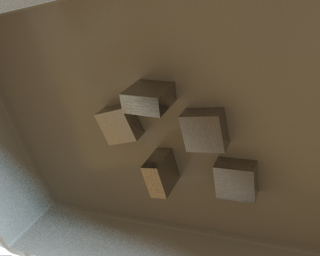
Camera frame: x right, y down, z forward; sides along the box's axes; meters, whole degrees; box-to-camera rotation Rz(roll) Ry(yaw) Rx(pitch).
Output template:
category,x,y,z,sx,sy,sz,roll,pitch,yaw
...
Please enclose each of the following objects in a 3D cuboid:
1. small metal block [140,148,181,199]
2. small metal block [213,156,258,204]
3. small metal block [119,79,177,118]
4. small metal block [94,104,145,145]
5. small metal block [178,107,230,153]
category,x,y,z,sx,sy,sz,roll,pitch,yaw
small metal block,0.002,0.062,0.430,0.025,0.050,0.050,-3,117,29
small metal block,0.098,0.067,0.398,0.050,0.025,0.050,3,120,26
small metal block,-0.013,-0.037,0.376,0.050,0.050,0.025,8,122,24
small metal block,-0.057,-0.006,0.435,0.050,0.025,0.050,-10,114,32
small metal block,0.055,0.003,0.381,0.050,0.025,0.050,0,118,28
